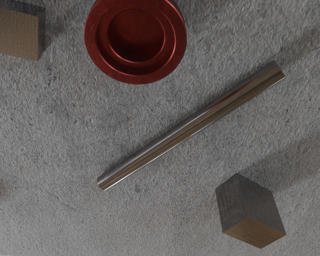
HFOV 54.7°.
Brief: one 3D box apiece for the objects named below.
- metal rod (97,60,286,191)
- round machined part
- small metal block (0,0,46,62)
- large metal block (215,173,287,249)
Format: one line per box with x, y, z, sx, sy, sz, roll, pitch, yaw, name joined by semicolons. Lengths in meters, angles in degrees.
0.024;0.009;0.414;0.299;0.025;0.025;-34;122;25;metal rod
-0.023;-0.096;0.314;0.099;0.042;0.097;0;130;0;round machined part
-0.148;-0.102;0.319;0.050;0.025;0.050;11;129;-10;small metal block
0.138;0.129;0.482;0.080;0.080;0.050;29;124;-22;large metal block
